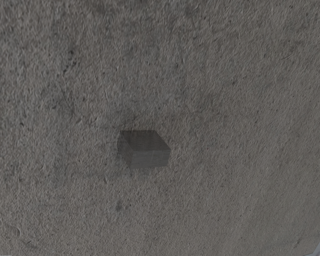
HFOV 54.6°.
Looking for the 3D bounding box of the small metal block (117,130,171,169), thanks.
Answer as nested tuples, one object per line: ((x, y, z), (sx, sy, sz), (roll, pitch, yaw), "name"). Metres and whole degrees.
((-0.021, 0.026, 0.394), (0.050, 0.050, 0.025), (-1, 119, -28), "small metal block")
